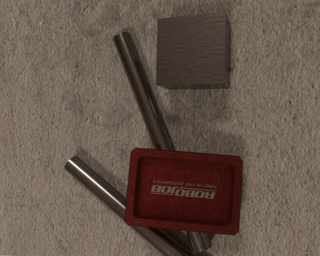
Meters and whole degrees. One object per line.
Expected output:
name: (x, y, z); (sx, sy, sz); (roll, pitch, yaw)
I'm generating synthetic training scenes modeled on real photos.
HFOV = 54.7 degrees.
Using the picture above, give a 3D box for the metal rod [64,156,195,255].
metal rod: (-0.013, 0.136, 0.412); (0.300, 0.025, 0.025); (36, 101, 16)

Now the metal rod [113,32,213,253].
metal rod: (0.001, 0.013, 0.407); (0.025, 0.025, 0.299); (-23, 82, 18)

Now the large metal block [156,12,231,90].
large metal block: (0.043, -0.090, 0.380); (0.080, 0.050, 0.079); (2, 91, 19)

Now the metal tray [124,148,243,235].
metal tray: (0.028, 0.074, 0.370); (0.131, 0.030, 0.090); (4, 84, 3)
